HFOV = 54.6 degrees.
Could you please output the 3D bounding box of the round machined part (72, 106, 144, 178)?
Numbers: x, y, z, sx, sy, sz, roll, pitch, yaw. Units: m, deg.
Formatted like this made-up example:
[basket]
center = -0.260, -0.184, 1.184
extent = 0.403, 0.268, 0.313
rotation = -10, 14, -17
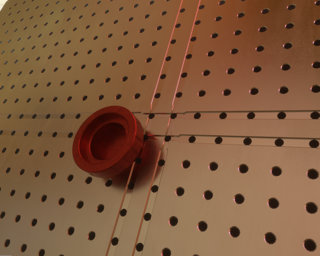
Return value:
[round machined part]
center = -0.065, 0.022, 0.419
extent = 0.098, 0.042, 0.098
rotation = -13, 56, 21
